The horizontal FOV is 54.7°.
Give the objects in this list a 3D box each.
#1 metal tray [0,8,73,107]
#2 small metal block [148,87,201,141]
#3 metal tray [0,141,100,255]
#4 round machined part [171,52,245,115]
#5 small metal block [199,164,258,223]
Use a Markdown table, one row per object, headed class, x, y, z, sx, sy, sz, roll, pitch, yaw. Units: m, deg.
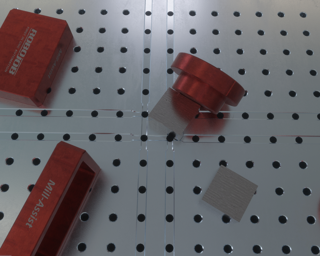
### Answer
| class | x | y | z | sx | sy | sz | roll | pitch | yaw |
| --- | --- | --- | --- | --- | --- | --- | --- | --- | --- |
| metal tray | -0.193 | -0.103 | 0.445 | 0.090 | 0.030 | 0.130 | 15 | 71 | 5 |
| small metal block | 0.019 | -0.019 | 0.419 | 0.050 | 0.025 | 0.050 | 32 | 73 | 11 |
| metal tray | -0.116 | 0.088 | 0.343 | 0.030 | 0.090 | 0.130 | 21 | 71 | 7 |
| round machined part | 0.055 | -0.052 | 0.396 | 0.098 | 0.098 | 0.042 | 32 | 94 | 11 |
| small metal block | 0.084 | 0.081 | 0.382 | 0.050 | 0.025 | 0.050 | 30 | 73 | 10 |
